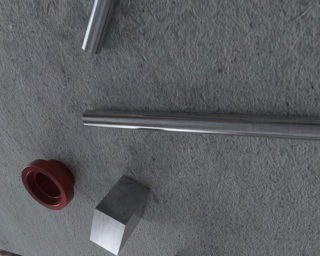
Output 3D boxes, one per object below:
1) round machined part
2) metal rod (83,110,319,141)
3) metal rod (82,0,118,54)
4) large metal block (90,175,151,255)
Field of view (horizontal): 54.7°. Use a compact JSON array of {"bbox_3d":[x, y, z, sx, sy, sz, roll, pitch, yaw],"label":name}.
[{"bbox_3d":[-0.193,0.096,0.554,0.098,0.042,0.097,13,124,20],"label":"round machined part"},{"bbox_3d":[0.031,-0.007,0.385,0.301,0.025,0.025,3,120,26],"label":"metal rod"},{"bbox_3d":[-0.029,-0.202,0.295,0.025,0.025,0.298,34,129,5],"label":"metal rod"},{"bbox_3d":[-0.062,0.135,0.486,0.050,0.080,0.079,25,127,12],"label":"large metal block"}]
